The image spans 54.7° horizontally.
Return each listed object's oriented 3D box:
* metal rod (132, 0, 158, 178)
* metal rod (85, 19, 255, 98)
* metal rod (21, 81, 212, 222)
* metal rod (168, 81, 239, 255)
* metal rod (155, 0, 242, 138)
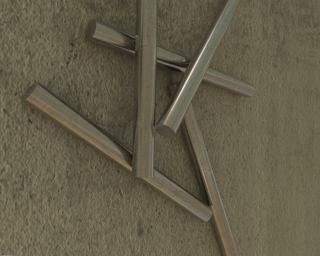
[{"bbox_3d":[-0.016,-0.094,0.356,0.025,0.025,0.298,2,89,-40],"label":"metal rod"},{"bbox_3d":[0.038,-0.086,0.436,0.302,0.025,0.025,11,83,-39],"label":"metal rod"},{"bbox_3d":[-0.029,0.046,0.380,0.301,0.025,0.025,40,66,-33],"label":"metal rod"},{"bbox_3d":[0.069,0.074,0.462,0.025,0.025,0.298,-30,109,-36],"label":"metal rod"},{"bbox_3d":[0.066,-0.109,0.430,0.025,0.025,0.301,49,53,-29],"label":"metal rod"}]
